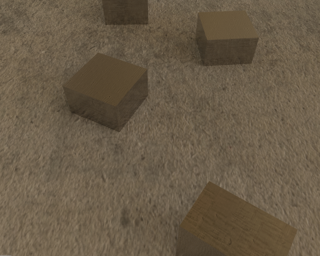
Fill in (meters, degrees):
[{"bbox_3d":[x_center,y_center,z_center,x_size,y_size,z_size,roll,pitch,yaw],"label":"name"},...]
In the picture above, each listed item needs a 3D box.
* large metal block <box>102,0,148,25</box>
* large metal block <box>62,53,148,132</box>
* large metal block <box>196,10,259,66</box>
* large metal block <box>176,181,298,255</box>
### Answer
[{"bbox_3d":[-0.063,-0.241,0.589,0.081,0.050,0.080,-1,50,-2],"label":"large metal block"},{"bbox_3d":[-0.071,-0.051,0.429,0.080,0.050,0.080,22,53,17],"label":"large metal block"},{"bbox_3d":[0.108,-0.150,0.515,0.081,0.050,0.080,-4,50,-4],"label":"large metal block"},{"bbox_3d":[0.063,0.106,0.280,0.080,0.080,0.050,27,55,21],"label":"large metal block"}]
